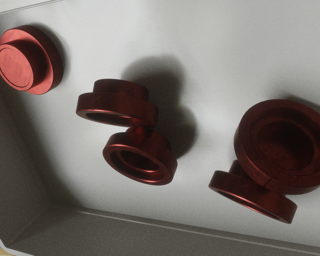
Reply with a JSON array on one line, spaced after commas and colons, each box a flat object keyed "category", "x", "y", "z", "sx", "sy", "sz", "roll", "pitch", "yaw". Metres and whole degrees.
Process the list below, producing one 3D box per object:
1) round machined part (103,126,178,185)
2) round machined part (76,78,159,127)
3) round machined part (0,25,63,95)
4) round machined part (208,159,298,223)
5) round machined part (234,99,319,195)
[{"category": "round machined part", "x": -0.023, "y": 0.034, "z": 0.415, "sx": 0.098, "sy": 0.042, "sz": 0.098, "roll": 16, "pitch": 148, "yaw": 11}, {"category": "round machined part", "x": -0.050, "y": -0.030, "z": 0.381, "sx": 0.098, "sy": 0.098, "sz": 0.042, "roll": 3, "pitch": 80, "yaw": 26}, {"category": "round machined part", "x": -0.191, "y": -0.092, "z": 0.439, "sx": 0.098, "sy": 0.042, "sz": 0.097, "roll": 13, "pitch": 124, "yaw": 20}, {"category": "round machined part", "x": 0.110, "y": 0.070, "z": 0.361, "sx": 0.098, "sy": 0.042, "sz": 0.098, "roll": 25, "pitch": 170, "yaw": 5}, {"category": "round machined part", "x": 0.124, "y": 0.022, "z": 0.315, "sx": 0.098, "sy": 0.098, "sz": 0.042, "roll": 25, "pitch": 150, "yaw": 12}]
